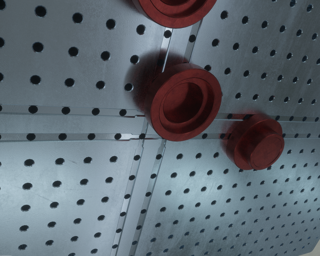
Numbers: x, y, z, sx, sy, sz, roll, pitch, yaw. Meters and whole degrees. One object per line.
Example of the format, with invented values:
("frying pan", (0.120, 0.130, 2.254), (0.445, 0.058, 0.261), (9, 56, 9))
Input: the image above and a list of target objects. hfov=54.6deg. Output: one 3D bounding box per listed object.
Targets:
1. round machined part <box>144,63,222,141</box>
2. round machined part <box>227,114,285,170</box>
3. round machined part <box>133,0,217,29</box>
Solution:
("round machined part", (0.025, -0.035, 0.392), (0.099, 0.042, 0.097), (-14, 124, -21))
("round machined part", (0.162, 0.030, 0.506), (0.099, 0.042, 0.097), (-14, 124, -21))
("round machined part", (0.012, -0.154, 0.311), (0.099, 0.042, 0.097), (-14, 124, -21))
